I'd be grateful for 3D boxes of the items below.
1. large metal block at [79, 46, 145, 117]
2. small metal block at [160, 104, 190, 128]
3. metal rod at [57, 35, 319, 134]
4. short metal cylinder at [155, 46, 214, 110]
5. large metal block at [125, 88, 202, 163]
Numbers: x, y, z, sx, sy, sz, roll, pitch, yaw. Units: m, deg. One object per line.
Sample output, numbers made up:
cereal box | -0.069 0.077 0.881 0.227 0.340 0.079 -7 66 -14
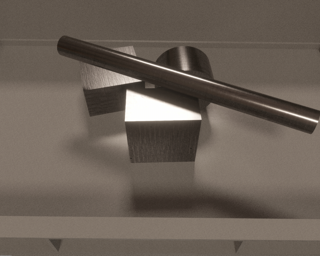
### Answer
large metal block | -0.069 -0.069 0.446 0.081 0.050 0.080 -11 51 -10
small metal block | 0.021 -0.021 0.407 0.050 0.050 0.025 -1 50 -1
metal rod | 0.017 -0.054 0.346 0.301 0.025 0.025 20 53 15
short metal cylinder | 0.033 -0.064 0.424 0.081 0.080 0.050 -3 50 -3
large metal block | 0.003 -0.002 0.371 0.081 0.080 0.050 -1 50 -2
